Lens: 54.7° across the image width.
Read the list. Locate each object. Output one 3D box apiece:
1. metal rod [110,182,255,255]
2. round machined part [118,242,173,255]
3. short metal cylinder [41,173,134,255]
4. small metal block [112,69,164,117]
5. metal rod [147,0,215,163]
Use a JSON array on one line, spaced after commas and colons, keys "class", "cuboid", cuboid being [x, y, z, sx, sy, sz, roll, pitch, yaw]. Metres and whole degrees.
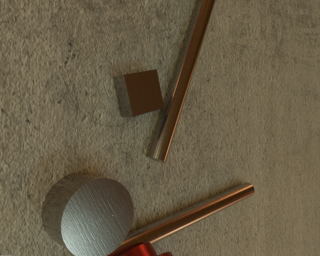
[{"class": "metal rod", "cuboid": [0.038, 0.127, 0.439, 0.302, 0.025, 0.025, -10, 97, -40]}, {"class": "round machined part", "cuboid": [-0.030, 0.165, 0.347, 0.099, 0.097, 0.042, -10, 56, -40]}, {"class": "short metal cylinder", "cuboid": [-0.076, 0.090, 0.327, 0.081, 0.050, 0.079, 0, 90, -40]}, {"class": "small metal block", "cuboid": [-0.026, -0.043, 0.385, 0.050, 0.025, 0.050, -19, 102, -39]}, {"class": "metal rod", "cuboid": [0.040, -0.096, 0.440, 0.025, 0.025, 0.299, 29, 72, -37]}]
